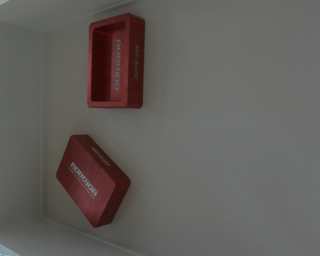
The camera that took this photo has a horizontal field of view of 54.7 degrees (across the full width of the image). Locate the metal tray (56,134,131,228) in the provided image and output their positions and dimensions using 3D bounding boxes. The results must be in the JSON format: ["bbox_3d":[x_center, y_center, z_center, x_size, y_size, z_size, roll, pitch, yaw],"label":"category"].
[{"bbox_3d":[-0.111,0.081,0.496,0.130,0.030,0.089,40,114,32],"label":"metal tray"}]

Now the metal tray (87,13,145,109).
[{"bbox_3d":[-0.067,-0.094,0.458,0.090,0.030,0.129,3,92,40],"label":"metal tray"}]
